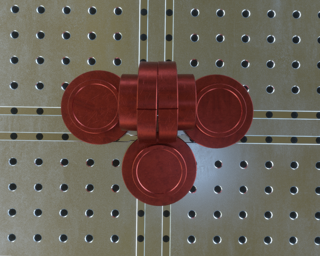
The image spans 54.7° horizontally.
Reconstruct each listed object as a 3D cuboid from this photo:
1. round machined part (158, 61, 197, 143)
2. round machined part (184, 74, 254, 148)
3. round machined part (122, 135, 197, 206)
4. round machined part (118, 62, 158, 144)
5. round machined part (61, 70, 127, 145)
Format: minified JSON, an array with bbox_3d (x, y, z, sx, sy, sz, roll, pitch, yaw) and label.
[{"bbox_3d":[0.019,-0.031,0.372,0.042,0.098,0.097,-1,90,0],"label":"round machined part"},{"bbox_3d":[0.074,-0.022,0.405,0.099,0.042,0.097,0,90,-1],"label":"round machined part"},{"bbox_3d":[-0.001,0.054,0.405,0.099,0.042,0.097,0,90,-1],"label":"round machined part"},{"bbox_3d":[-0.025,-0.030,0.370,0.042,0.098,0.097,1,90,0],"label":"round machined part"},{"bbox_3d":[-0.080,-0.027,0.404,0.099,0.042,0.097,0,90,-1],"label":"round machined part"}]
